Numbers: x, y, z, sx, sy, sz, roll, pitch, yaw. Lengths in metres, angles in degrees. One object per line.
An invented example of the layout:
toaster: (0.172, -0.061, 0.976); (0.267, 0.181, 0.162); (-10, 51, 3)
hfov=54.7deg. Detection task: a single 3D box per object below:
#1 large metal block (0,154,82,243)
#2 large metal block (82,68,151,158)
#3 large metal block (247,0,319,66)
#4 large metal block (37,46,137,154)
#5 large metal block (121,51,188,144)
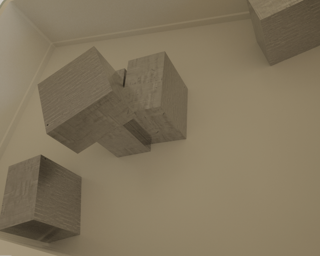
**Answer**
large metal block: (-0.145, 0.091, 0.388); (0.050, 0.080, 0.080); (-20, 54, 16)
large metal block: (-0.051, -0.017, 0.406); (0.050, 0.080, 0.080); (-12, 57, 21)
large metal block: (0.156, -0.132, 0.369); (0.080, 0.080, 0.050); (-22, 54, 14)
large metal block: (-0.084, -0.032, 0.349); (0.080, 0.050, 0.080); (-32, 52, 7)
large metal block: (-0.003, -0.035, 0.392); (0.050, 0.080, 0.080); (-10, 58, 23)
